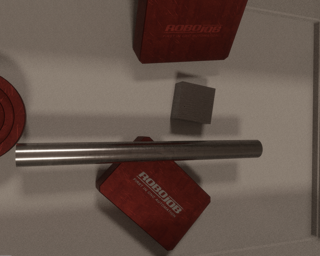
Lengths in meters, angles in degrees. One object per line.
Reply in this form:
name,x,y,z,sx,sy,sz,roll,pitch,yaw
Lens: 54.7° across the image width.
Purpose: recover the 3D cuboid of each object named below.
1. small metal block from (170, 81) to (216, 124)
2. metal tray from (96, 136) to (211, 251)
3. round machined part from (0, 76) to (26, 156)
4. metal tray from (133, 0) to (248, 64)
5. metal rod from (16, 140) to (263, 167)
small metal block,0.045,-0.034,0.429,0.050,0.025,0.050,10,87,-20
metal tray,-0.007,0.085,0.407,0.130,0.030,0.090,46,76,-15
round machined part,-0.196,-0.012,0.329,0.099,0.042,0.097,0,90,-21
metal tray,0.036,-0.130,0.393,0.131,0.030,0.089,-7,136,-20
metal rod,-0.008,0.029,0.376,0.303,0.025,0.025,0,90,-20
